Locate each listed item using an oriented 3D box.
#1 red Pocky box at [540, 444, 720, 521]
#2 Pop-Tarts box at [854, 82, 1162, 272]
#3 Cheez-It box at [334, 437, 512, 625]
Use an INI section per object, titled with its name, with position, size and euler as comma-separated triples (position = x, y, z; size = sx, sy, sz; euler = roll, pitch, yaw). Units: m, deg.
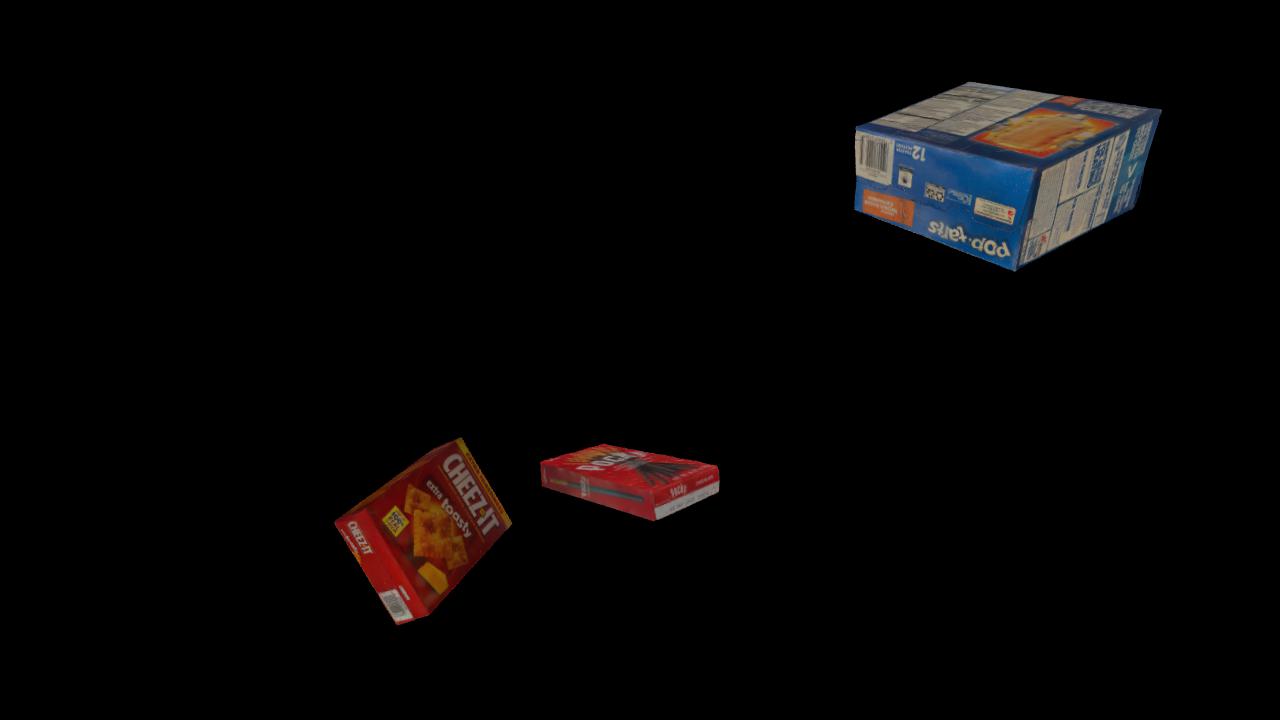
[red Pocky box]
position = -0.014, 0.105, 0.554
size = 0.083, 0.028, 0.155
euler = -12, 10, -43
[Pop-Tarts box]
position = 0.292, -0.162, 0.514
size = 0.141, 0.083, 0.167
euler = -26, 39, -17
[Cheez-It box]
position = -0.296, 0.233, 0.878
size = 0.071, 0.166, 0.223
euler = -24, 9, 23
